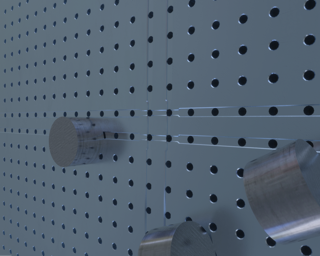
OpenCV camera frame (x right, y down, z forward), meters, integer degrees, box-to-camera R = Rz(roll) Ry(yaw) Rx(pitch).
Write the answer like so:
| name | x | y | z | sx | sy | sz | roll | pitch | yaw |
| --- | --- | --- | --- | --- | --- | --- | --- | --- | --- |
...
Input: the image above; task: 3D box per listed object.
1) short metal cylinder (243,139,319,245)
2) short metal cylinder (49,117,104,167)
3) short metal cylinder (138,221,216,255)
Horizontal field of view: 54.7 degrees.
| name | x | y | z | sx | sy | sz | roll | pitch | yaw |
| --- | --- | --- | --- | --- | --- | --- | --- | --- | --- |
| short metal cylinder | 0.120 | 0.056 | 0.275 | 0.050 | 0.081 | 0.080 | -34 | 69 | 35 |
| short metal cylinder | -0.137 | 0.022 | 0.507 | 0.080 | 0.050 | 0.079 | 0 | 90 | 40 |
| short metal cylinder | 0.021 | 0.152 | 0.356 | 0.050 | 0.081 | 0.080 | -26 | 74 | 37 |
